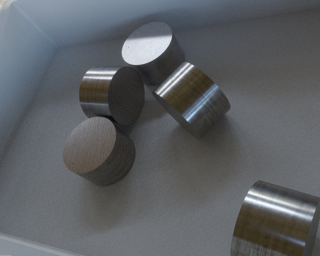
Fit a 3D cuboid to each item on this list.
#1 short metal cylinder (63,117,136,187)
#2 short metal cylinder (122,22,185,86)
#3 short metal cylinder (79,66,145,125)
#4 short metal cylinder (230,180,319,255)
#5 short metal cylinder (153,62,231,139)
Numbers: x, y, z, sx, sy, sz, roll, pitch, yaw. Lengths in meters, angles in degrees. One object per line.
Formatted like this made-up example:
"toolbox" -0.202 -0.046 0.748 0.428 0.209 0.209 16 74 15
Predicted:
"short metal cylinder" -0.080 0.032 0.412 0.080 0.050 0.080 -13 56 21
"short metal cylinder" -0.009 -0.110 0.462 0.080 0.050 0.080 -13 56 21
"short metal cylinder" -0.065 -0.046 0.433 0.050 0.080 0.080 7 65 31
"short metal cylinder" 0.100 0.090 0.262 0.050 0.080 0.080 13 69 33
"short metal cylinder" 0.037 -0.032 0.371 0.050 0.080 0.080 -45 51 -3
